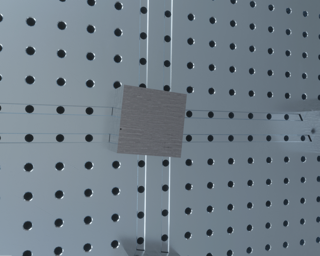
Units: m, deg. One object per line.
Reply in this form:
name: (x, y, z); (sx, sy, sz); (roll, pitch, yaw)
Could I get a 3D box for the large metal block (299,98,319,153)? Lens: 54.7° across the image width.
large metal block: (0.284, -0.004, 0.491); (0.050, 0.080, 0.080); (-31, 101, -18)

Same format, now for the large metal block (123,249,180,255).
large metal block: (-0.010, 0.208, 0.397); (0.081, 0.050, 0.080); (14, 85, -20)

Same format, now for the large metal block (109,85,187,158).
large metal block: (-0.017, -0.007, 0.394); (0.081, 0.050, 0.080); (6, 88, -20)
